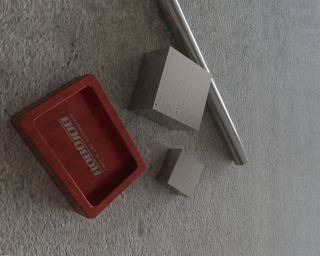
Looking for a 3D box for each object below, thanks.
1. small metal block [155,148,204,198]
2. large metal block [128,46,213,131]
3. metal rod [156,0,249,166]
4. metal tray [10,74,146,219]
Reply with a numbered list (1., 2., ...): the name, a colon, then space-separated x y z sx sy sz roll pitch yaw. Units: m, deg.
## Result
1. small metal block: 0.028 0.062 0.428 0.050 0.025 0.050 39 66 -33
2. large metal block: 0.015 -0.047 0.401 0.080 0.050 0.080 24 75 -37
3. metal rod: 0.068 -0.065 0.461 0.025 0.025 0.299 -44 117 -31
4. metal tray: -0.080 0.019 0.333 0.090 0.030 0.130 -42 115 -32
